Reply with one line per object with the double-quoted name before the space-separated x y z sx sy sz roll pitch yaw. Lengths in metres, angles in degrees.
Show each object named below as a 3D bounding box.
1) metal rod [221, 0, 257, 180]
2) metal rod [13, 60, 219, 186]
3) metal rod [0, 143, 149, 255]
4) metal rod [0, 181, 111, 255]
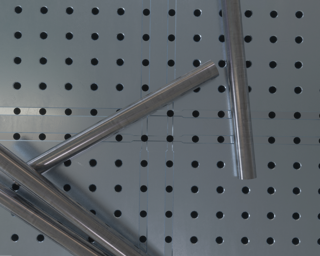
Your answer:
"metal rod" 0.102 -0.082 0.413 0.025 0.025 0.298 -5 90 0
"metal rod" -0.059 -0.007 0.412 0.301 0.025 0.025 -29 90 0
"metal rod" -0.098 0.116 0.397 0.300 0.025 0.025 39 90 -7
"metal rod" -0.112 0.155 0.412 0.301 0.025 0.025 34 90 0
